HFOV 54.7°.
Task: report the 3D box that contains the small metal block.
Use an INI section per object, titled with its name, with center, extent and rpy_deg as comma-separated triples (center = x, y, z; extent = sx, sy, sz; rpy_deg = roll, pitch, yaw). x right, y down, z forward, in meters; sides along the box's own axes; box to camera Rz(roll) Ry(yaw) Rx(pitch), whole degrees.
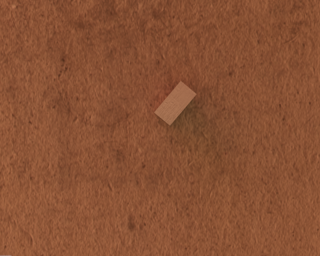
[small metal block]
center = 0.018, -0.030, 0.398
extent = 0.025, 0.050, 0.050
rpy_deg = 40, 90, -1
